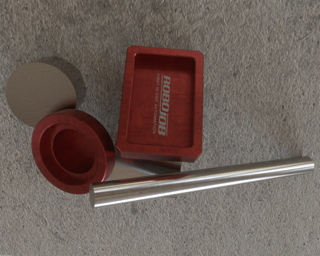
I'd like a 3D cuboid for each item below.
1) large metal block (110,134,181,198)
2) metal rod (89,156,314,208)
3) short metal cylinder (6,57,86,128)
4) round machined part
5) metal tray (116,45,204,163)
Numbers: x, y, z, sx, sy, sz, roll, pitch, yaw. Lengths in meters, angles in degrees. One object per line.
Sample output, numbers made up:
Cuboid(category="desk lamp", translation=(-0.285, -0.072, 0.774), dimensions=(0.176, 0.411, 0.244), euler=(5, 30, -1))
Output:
Cuboid(category="large metal block", translation=(-0.018, 0.044, 0.397), dimensions=(0.081, 0.080, 0.050), euler=(4, 110, -2))
Cuboid(category="metal rod", translation=(0.069, 0.059, 0.371), dimensions=(0.303, 0.025, 0.025), euler=(-3, 112, -25))
Cuboid(category="short metal cylinder", translation=(-0.137, -0.044, 0.380), dimensions=(0.081, 0.050, 0.079), euler=(0, 110, -1))
Cuboid(category="round machined part", translation=(-0.096, 0.024, 0.362), dimensions=(0.098, 0.042, 0.097), euler=(6, 110, 18))
Cuboid(category="metal tray", translation=(0.002, -0.029, 0.357), dimensions=(0.091, 0.030, 0.130), euler=(4, 70, -2))
